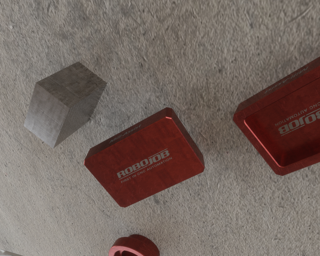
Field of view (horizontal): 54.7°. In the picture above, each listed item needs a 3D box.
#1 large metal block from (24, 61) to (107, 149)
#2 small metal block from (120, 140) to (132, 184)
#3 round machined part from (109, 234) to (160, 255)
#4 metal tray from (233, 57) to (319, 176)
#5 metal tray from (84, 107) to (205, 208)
[{"bbox_3d":[-0.126,-0.032,0.416,0.050,0.080,0.080,38,129,2],"label":"large metal block"},{"bbox_3d":[-0.035,0.042,0.430,0.025,0.050,0.050,24,134,51],"label":"small metal block"},{"bbox_3d":[-0.039,0.232,0.558,0.098,0.042,0.097,13,124,20],"label":"round machined part"},{"bbox_3d":[0.154,-0.013,0.314,0.130,0.030,0.090,-33,100,38],"label":"metal tray"},{"bbox_3d":[-0.020,0.042,0.403,0.130,0.030,0.090,-28,112,16],"label":"metal tray"}]
